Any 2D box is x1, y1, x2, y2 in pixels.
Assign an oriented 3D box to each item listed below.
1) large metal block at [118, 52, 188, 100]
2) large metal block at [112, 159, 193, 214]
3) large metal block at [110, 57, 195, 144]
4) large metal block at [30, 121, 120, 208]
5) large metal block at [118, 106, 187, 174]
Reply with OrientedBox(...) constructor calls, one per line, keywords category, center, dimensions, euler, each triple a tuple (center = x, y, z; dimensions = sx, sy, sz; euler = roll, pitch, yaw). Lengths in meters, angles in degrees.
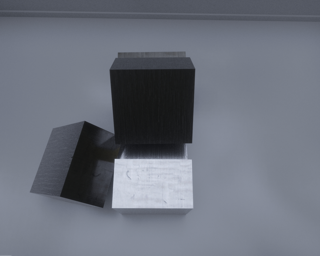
OrientedBox(category="large metal block", center=(-0.009, -0.054, 0.397), dimensions=(0.081, 0.080, 0.050), euler=(-1, 70, -1))
OrientedBox(category="large metal block", center=(-0.007, 0.069, 0.352), dimensions=(0.081, 0.080, 0.050), euler=(0, 70, 0))
OrientedBox(category="large metal block", center=(-0.007, -0.030, 0.330), dimensions=(0.081, 0.079, 0.050), euler=(-1, 25, -1))
OrientedBox(category="large metal block", center=(-0.096, 0.042, 0.353), dimensions=(0.050, 0.080, 0.080), euler=(28, 66, -36))
OrientedBox(category="large metal block", center=(-0.009, 0.013, 0.392), dimensions=(0.081, 0.050, 0.080), euler=(-1, 70, -1))
